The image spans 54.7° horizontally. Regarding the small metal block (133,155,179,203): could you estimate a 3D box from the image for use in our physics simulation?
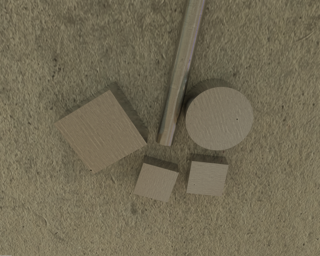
[{"bbox_3d":[-0.006,0.071,0.436,0.050,0.025,0.050,16,109,-7],"label":"small metal block"}]

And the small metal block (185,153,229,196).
[{"bbox_3d":[0.065,0.066,0.435,0.050,0.025,0.050,6,110,-3],"label":"small metal block"}]

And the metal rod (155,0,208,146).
[{"bbox_3d":[0.036,-0.118,0.366,0.025,0.025,0.298,11,110,-5],"label":"metal rod"}]

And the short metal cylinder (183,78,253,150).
[{"bbox_3d":[0.070,-0.018,0.391,0.081,0.050,0.079,0,110,-1],"label":"short metal cylinder"}]

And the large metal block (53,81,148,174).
[{"bbox_3d":[-0.071,-0.001,0.395,0.080,0.050,0.080,-30,108,10],"label":"large metal block"}]
